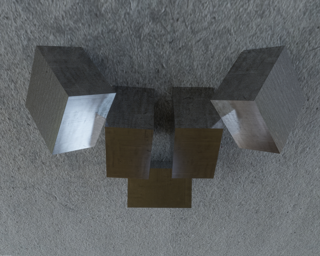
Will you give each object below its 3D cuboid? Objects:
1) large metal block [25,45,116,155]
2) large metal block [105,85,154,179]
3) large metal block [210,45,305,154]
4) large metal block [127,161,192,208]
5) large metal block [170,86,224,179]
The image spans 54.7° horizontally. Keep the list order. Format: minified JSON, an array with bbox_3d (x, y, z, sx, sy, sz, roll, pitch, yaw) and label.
[{"bbox_3d":[-0.100,-0.031,0.333,0.050,0.080,0.079,-11,142,-41],"label":"large metal block"},{"bbox_3d":[-0.035,0.005,0.376,0.050,0.080,0.079,4,130,-4],"label":"large metal block"},{"bbox_3d":[0.111,-0.031,0.340,0.050,0.080,0.080,6,143,46],"label":"large metal block"},{"bbox_3d":[-0.001,0.075,0.428,0.081,0.080,0.050,1,91,-1],"label":"large metal block"},{"bbox_3d":[0.040,0.005,0.378,0.050,0.080,0.079,1,130,-1],"label":"large metal block"}]
